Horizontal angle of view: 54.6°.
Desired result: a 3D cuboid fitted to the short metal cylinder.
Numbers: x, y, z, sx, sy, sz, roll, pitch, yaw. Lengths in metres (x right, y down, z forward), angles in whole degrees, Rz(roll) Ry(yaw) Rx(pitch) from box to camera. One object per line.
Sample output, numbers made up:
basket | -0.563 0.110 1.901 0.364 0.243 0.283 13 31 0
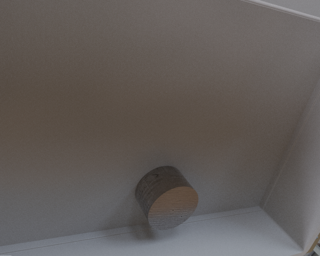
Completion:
short metal cylinder | 0.010 0.103 0.461 0.081 0.050 0.080 -14 124 -21
